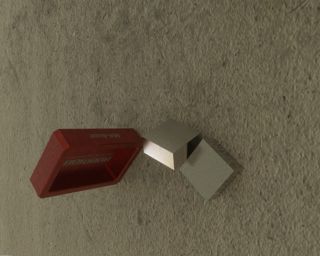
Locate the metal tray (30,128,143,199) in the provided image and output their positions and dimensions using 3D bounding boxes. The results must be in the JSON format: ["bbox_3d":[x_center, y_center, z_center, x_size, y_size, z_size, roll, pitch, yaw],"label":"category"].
[{"bbox_3d":[-0.092,0.043,0.412,0.030,0.131,0.089,49,119,28],"label":"metal tray"}]

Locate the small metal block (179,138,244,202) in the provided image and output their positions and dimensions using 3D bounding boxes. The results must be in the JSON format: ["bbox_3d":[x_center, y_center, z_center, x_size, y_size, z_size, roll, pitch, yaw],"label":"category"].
[{"bbox_3d":[0.058,0.047,0.357,0.050,0.025,0.050,48,118,29],"label":"small metal block"}]

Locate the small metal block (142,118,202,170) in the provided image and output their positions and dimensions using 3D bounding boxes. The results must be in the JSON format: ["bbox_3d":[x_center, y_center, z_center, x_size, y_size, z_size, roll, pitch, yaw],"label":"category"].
[{"bbox_3d":[0.015,0.018,0.373,0.050,0.050,0.025,26,136,37],"label":"small metal block"}]
